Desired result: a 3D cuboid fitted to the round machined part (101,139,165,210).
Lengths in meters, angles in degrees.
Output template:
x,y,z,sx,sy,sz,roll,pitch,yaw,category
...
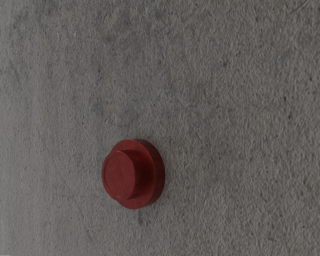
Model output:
x,y,z,sx,sy,sz,roll,pitch,yaw,category
-0.044,0.064,0.431,0.098,0.042,0.097,0,90,40,round machined part
